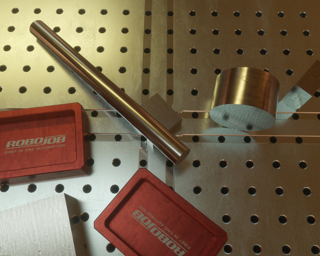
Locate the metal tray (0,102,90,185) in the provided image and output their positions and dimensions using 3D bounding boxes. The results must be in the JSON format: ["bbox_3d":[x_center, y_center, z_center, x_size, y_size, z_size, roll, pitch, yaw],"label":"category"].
[{"bbox_3d":[-0.161,0.020,0.400,0.131,0.030,0.090,-7,70,-3],"label":"metal tray"}]

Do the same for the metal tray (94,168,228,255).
[{"bbox_3d":[0.000,0.121,0.364,0.130,0.030,0.090,37,74,12],"label":"metal tray"}]

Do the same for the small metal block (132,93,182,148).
[{"bbox_3d":[-0.007,-0.010,0.415,0.050,0.025,0.050,-39,75,-13],"label":"small metal block"}]

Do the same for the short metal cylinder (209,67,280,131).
[{"bbox_3d":[0.108,-0.034,0.396,0.080,0.080,0.050,13,71,4],"label":"short metal cylinder"}]

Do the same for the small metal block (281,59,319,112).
[{"bbox_3d":[0.198,-0.056,0.420,0.025,0.050,0.050,41,75,13],"label":"small metal block"}]

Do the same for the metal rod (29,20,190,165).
[{"bbox_3d":[-0.079,-0.058,0.413,0.300,0.025,0.025,41,75,21],"label":"metal rod"}]

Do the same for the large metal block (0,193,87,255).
[{"bbox_3d":[-0.134,0.127,0.351,0.081,0.050,0.080,-16,71,-6],"label":"large metal block"}]
